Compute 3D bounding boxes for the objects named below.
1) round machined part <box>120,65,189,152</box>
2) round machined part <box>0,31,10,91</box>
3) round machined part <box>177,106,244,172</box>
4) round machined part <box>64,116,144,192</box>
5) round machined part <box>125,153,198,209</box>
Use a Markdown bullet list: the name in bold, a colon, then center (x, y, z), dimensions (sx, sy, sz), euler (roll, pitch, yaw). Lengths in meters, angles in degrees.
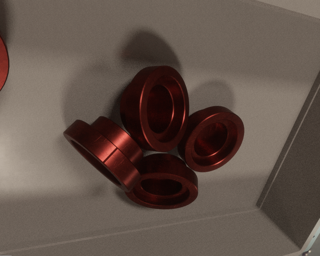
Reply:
- **round machined part**: center (-0.009, -0.022, 0.361), dimensions (0.099, 0.042, 0.097), euler (-8, 100, -54)
- **round machined part**: center (-0.182, -0.063, 0.259), dimensions (0.099, 0.042, 0.097), euler (-14, 125, -21)
- **round machined part**: center (0.068, 0.012, 0.444), dimensions (0.099, 0.042, 0.097), euler (-14, 124, -21)
- **round machined part**: center (-0.057, 0.024, 0.350), dimensions (0.042, 0.098, 0.098), euler (-48, 132, -18)
- **round machined part**: center (0.002, 0.071, 0.426), dimensions (0.099, 0.042, 0.097), euler (2, 139, 2)
